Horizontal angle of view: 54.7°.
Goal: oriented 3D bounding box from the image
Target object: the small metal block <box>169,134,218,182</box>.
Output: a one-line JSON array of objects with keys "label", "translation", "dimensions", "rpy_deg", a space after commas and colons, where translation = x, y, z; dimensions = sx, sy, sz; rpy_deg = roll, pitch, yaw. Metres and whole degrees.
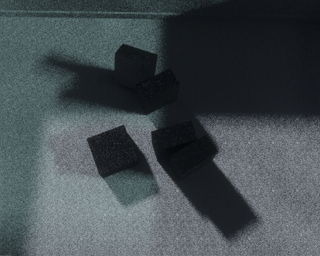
[{"label": "small metal block", "translation": [0.040, 0.038, 0.383], "dimensions": [0.050, 0.050, 0.025], "rpy_deg": [-30, 73, -11]}]

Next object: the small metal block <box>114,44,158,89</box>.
[{"label": "small metal block", "translation": [-0.034, -0.080, 0.422], "dimensions": [0.050, 0.050, 0.025], "rpy_deg": [19, 50, 6]}]

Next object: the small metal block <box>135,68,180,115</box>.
[{"label": "small metal block", "translation": [-0.003, -0.047, 0.414], "dimensions": [0.050, 0.050, 0.025], "rpy_deg": [-27, 73, -10]}]

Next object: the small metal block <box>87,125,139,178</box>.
[{"label": "small metal block", "translation": [-0.060, 0.030, 0.398], "dimensions": [0.050, 0.025, 0.050], "rpy_deg": [-21, 72, -8]}]

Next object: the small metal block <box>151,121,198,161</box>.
[{"label": "small metal block", "translation": [0.017, 0.017, 0.390], "dimensions": [0.050, 0.050, 0.025], "rpy_deg": [-15, 71, -6]}]
